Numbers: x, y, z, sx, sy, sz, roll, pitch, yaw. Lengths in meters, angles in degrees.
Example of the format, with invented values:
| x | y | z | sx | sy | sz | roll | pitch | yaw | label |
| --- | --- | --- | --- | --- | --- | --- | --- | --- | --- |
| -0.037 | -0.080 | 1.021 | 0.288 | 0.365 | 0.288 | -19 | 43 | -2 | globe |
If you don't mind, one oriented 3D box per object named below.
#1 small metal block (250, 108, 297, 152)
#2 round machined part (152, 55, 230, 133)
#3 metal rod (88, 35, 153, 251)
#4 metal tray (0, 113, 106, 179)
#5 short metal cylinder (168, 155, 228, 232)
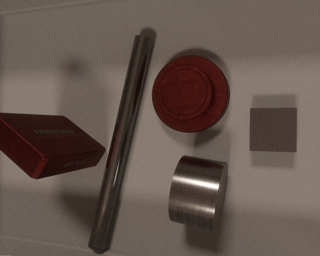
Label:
| x | y | z | sx | sy | sz | roll | pitch | yaw | label |
| --- | --- | --- | --- | --- | --- | --- | --- | --- | --- |
| 0.132 | 0.002 | 0.364 | 0.050 | 0.025 | 0.050 | 1 | 90 | 19 | small metal block |
| 0.035 | -0.043 | 0.388 | 0.098 | 0.042 | 0.097 | 0 | 90 | 19 | round machined part |
| -0.056 | 0.024 | 0.428 | 0.025 | 0.025 | 0.298 | 15 | 95 | 19 | metal rod |
| -0.141 | 0.019 | 0.403 | 0.090 | 0.130 | 0.030 | 36 | 102 | 16 | metal tray |
| 0.047 | 0.076 | 0.364 | 0.050 | 0.080 | 0.079 | 8 | 93 | 19 | short metal cylinder |
